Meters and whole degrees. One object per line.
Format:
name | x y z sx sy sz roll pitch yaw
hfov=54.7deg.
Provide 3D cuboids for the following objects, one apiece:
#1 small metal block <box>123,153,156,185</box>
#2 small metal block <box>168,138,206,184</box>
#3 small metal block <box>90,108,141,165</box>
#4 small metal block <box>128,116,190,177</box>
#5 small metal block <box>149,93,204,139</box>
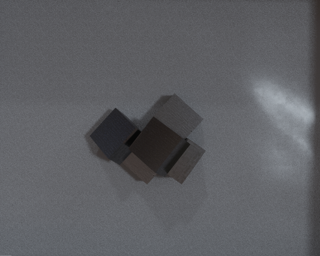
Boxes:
small metal block | -0.018 0.037 0.409 0.050 0.025 0.050 42 90 -1
small metal block | 0.030 0.040 0.398 0.025 0.050 0.050 35 90 -1
small metal block | -0.054 0.010 0.397 0.050 0.025 0.050 -48 52 0
small metal block | -0.001 0.022 0.373 0.050 0.025 0.050 38 90 33
small metal block | 0.021 -0.010 0.410 0.050 0.025 0.050 42 90 -1
